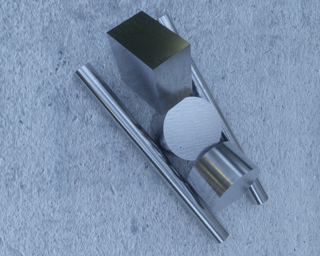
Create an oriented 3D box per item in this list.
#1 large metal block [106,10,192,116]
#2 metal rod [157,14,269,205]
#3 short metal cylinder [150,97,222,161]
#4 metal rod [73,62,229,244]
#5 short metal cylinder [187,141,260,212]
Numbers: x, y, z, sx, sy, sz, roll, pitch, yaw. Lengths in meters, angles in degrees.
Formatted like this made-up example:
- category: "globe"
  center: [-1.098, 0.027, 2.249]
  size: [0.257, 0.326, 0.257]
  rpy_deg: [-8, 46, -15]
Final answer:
- category: "large metal block"
  center: [-0.009, -0.074, 0.361]
  size: [0.050, 0.080, 0.080]
  rpy_deg: [-38, 61, -16]
- category: "metal rod"
  center: [0.076, -0.018, 0.438]
  size: [0.025, 0.025, 0.299]
  rpy_deg: [-34, 101, -17]
- category: "short metal cylinder"
  center: [0.033, 0.001, 0.409]
  size: [0.081, 0.050, 0.080]
  rpy_deg: [0, 90, -20]
- category: "metal rod"
  center: [-0.004, 0.042, 0.408]
  size: [0.025, 0.025, 0.300]
  rpy_deg: [-43, 104, -15]
- category: "short metal cylinder"
  center: [0.083, 0.064, 0.405]
  size: [0.080, 0.080, 0.050]
  rpy_deg: [-33, 59, -17]
